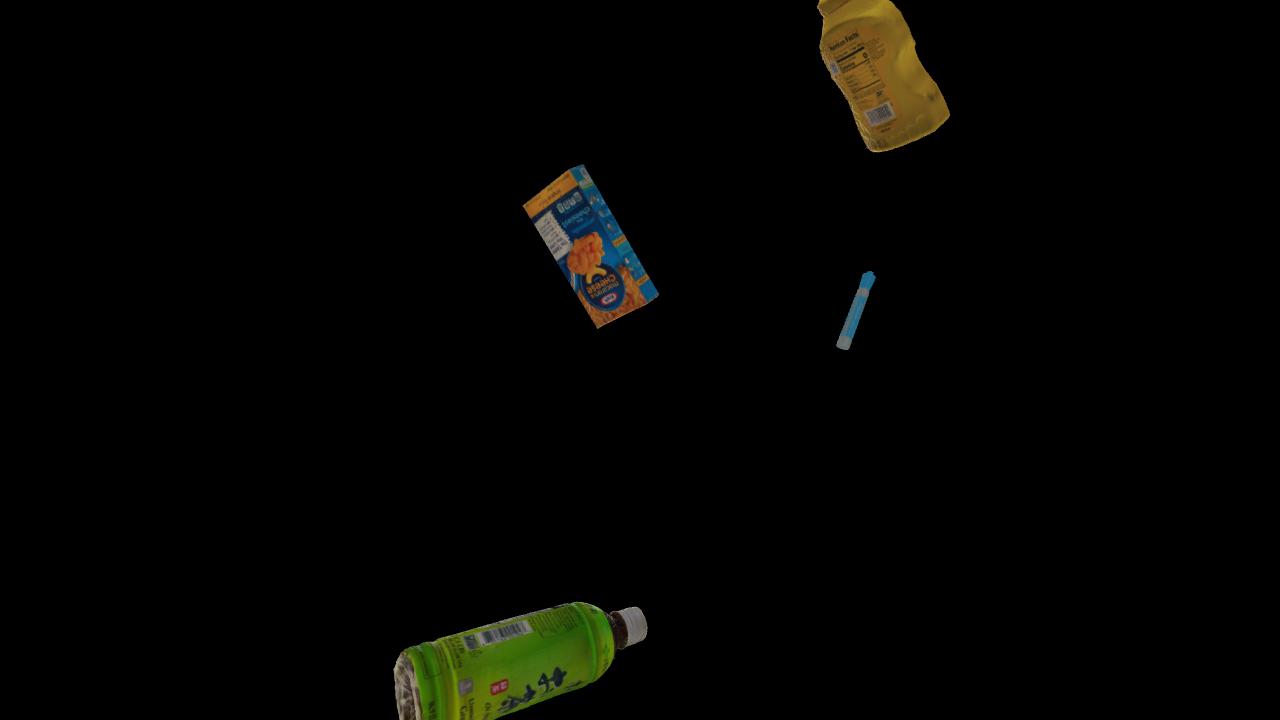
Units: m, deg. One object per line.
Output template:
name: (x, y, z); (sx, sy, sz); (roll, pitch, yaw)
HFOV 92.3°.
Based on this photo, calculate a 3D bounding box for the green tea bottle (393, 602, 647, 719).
green tea bottle: (-0.087, 0.246, 0.511); (0.212, 0.073, 0.073); (-3, 2, -34)

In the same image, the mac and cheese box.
mac and cheese box: (-0.062, -0.138, 0.772); (0.093, 0.184, 0.041); (-24, 12, 36)

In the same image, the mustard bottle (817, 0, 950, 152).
mustard bottle: (0.228, -0.302, 0.611); (0.054, 0.184, 0.092); (-42, 19, -12)

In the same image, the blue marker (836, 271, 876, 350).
blue marker: (0.312, -0.073, 0.885); (0.020, 0.121, 0.020); (22, -8, 3)
